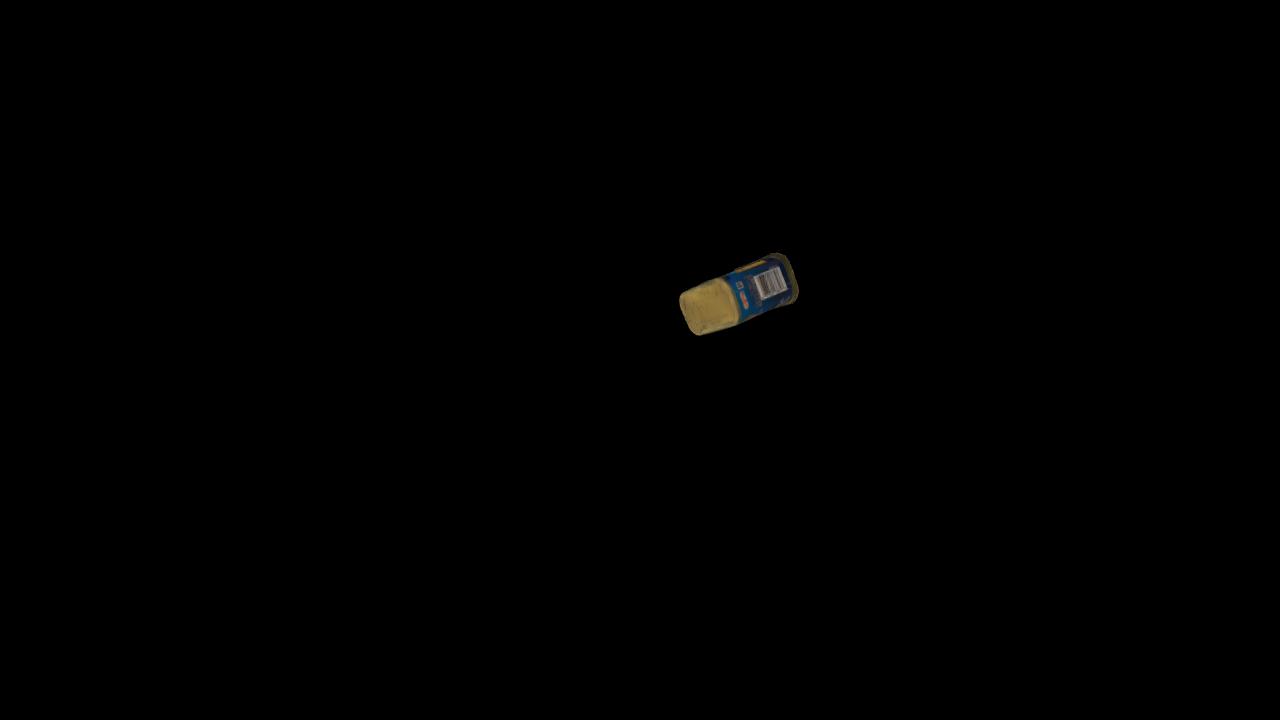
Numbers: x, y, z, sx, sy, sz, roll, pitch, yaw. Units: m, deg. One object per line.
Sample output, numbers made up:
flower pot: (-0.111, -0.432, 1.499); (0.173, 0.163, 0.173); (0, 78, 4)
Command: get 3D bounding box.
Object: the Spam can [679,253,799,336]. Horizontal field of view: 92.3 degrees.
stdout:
Spam can: (0.104, -0.069, 0.665); (0.085, 0.058, 0.101); (-23, 4, -28)
